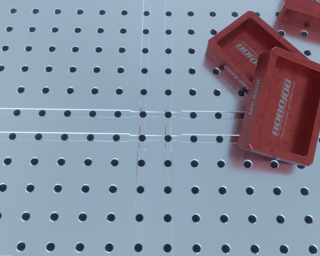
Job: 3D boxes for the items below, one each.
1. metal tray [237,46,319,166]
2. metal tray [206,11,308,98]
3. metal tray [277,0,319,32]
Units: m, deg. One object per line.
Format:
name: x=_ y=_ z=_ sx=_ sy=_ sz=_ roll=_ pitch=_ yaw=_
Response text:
metal tray: x=0.158 y=-0.026 z=0.391 sx=0.091 sy=0.030 sz=0.129 roll=17 pitch=83 yaw=-13
metal tray: x=0.142 y=-0.098 z=0.446 sx=0.090 sy=0.030 sz=0.130 roll=-39 pitch=75 yaw=-13
metal tray: x=0.249 y=-0.218 z=0.492 sx=0.090 sy=0.030 sz=0.130 roll=19 pitch=71 yaw=6
